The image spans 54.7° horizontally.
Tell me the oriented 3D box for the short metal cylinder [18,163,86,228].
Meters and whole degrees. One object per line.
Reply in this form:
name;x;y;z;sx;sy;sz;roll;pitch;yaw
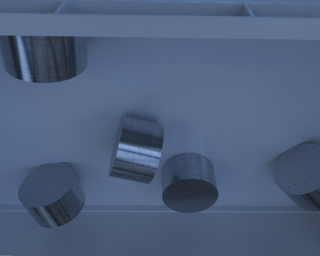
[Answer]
short metal cylinder;-0.157;0.097;0.454;0.080;0.080;0.050;-7;130;6

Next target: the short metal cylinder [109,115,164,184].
short metal cylinder;-0.031;0.027;0.396;0.050;0.080;0.079;14;129;-12

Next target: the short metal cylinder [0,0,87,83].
short metal cylinder;-0.112;-0.086;0.298;0.081;0.080;0.050;5;130;-5

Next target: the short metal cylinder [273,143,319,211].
short metal cylinder;0.209;0.068;0.433;0.080;0.080;0.050;-34;122;25

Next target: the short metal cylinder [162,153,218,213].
short metal cylinder;0.043;0.083;0.463;0.081;0.050;0.079;0;130;0
